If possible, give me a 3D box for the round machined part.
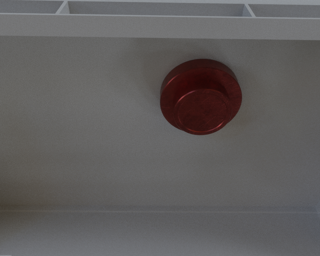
[{"bbox_3d":[0.049,-0.029,0.373,0.099,0.042,0.097,0,130,0],"label":"round machined part"}]
